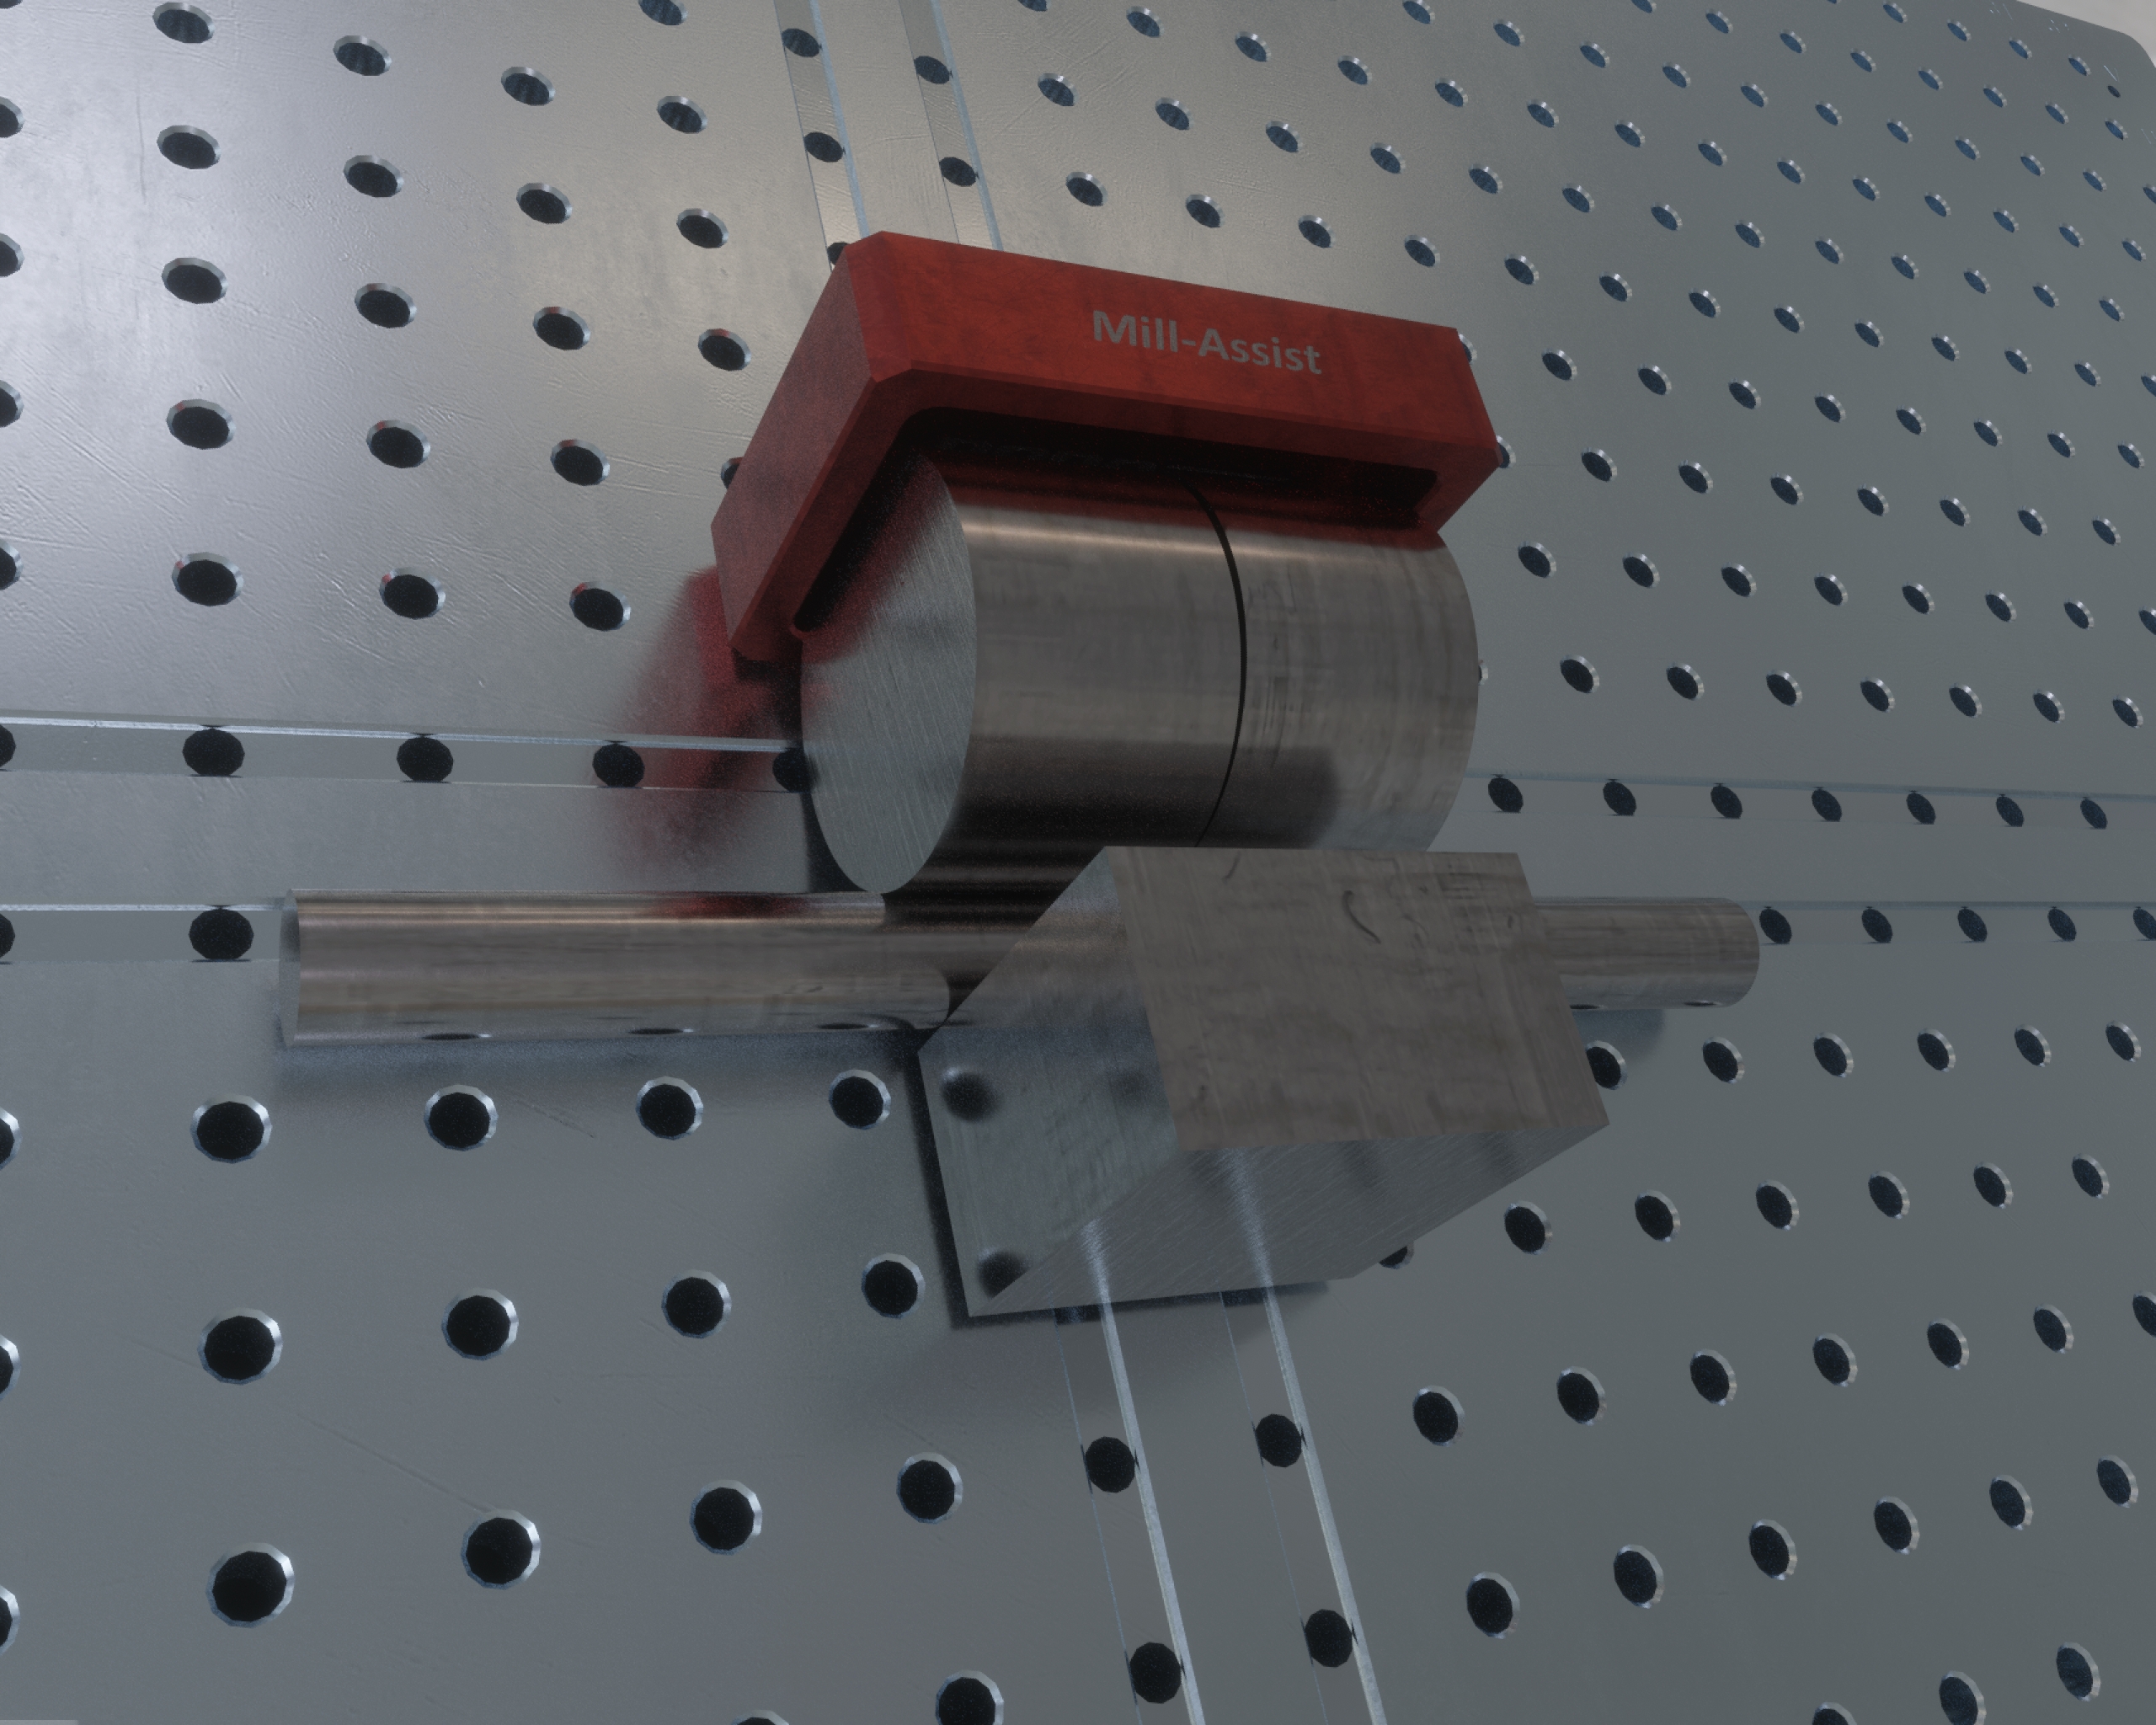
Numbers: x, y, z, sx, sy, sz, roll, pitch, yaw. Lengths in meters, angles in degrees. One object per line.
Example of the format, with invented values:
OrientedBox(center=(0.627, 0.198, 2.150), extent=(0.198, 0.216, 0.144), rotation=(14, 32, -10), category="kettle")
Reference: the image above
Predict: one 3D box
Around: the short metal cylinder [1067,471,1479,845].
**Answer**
OrientedBox(center=(0.033, -0.034, 0.408), extent=(0.050, 0.080, 0.080), rotation=(2, 61, -28), category="short metal cylinder")

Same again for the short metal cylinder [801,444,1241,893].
OrientedBox(center=(-0.013, -0.034, 0.383), extent=(0.050, 0.080, 0.080), rotation=(1, 62, -28), category="short metal cylinder")

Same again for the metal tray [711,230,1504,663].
OrientedBox(center=(0.005, -0.072, 0.408), extent=(0.131, 0.090, 0.030), rotation=(1, 62, -28), category="metal tray")

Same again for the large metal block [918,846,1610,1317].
OrientedBox(center=(0.028, 0.038, 0.359), extent=(0.081, 0.080, 0.050), rotation=(1, 62, -28), category="large metal block")

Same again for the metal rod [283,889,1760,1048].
OrientedBox(center=(0.010, 0.018, 0.397), extent=(0.303, 0.025, 0.025), rotation=(1, 62, -28), category="metal rod")
